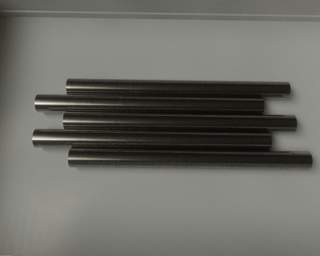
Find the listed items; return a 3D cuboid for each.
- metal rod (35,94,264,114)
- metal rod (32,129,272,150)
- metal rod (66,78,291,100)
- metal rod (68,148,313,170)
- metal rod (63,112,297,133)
[{"bbox_3d":[-0.013,-0.031,0.419,0.302,0.025,0.025,1,70,0],"label":"metal rod"},{"bbox_3d":[-0.009,0.015,0.402,0.302,0.025,0.025,1,70,0],"label":"metal rod"},{"bbox_3d":[0.025,-0.054,0.428,0.302,0.025,0.025,1,70,0],"label":"metal rod"},{"bbox_3d":[0.038,0.040,0.394,0.302,0.025,0.025,1,70,0],"label":"metal rod"},{"bbox_3d":[0.026,-0.007,0.411,0.302,0.025,0.025,1,70,0],"label":"metal rod"}]
